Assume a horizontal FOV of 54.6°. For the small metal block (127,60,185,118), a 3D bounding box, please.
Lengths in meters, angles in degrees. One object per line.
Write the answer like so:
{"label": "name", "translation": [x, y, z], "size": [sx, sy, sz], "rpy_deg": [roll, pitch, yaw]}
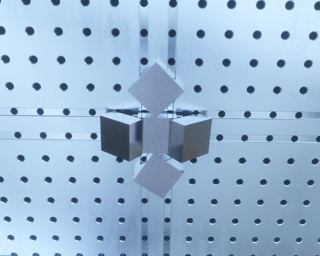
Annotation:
{"label": "small metal block", "translation": [-0.005, -0.050, 0.395], "size": [0.050, 0.025, 0.050], "rpy_deg": [-42, 104, 13]}

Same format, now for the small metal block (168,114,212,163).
{"label": "small metal block", "translation": [0.039, 0.012, 0.403], "size": [0.050, 0.025, 0.050], "rpy_deg": [-14, 116, -39]}

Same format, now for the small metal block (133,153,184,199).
{"label": "small metal block", "translation": [-0.002, 0.063, 0.436], "size": [0.050, 0.025, 0.050], "rpy_deg": [33, 107, -10]}

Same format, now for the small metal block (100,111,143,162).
{"label": "small metal block", "translation": [-0.050, 0.010, 0.403], "size": [0.050, 0.025, 0.050], "rpy_deg": [17, 115, 33]}

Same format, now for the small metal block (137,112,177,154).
{"label": "small metal block", "translation": [-0.004, 0.006, 0.415], "size": [0.050, 0.025, 0.050], "rpy_deg": [1, 109, -1]}
